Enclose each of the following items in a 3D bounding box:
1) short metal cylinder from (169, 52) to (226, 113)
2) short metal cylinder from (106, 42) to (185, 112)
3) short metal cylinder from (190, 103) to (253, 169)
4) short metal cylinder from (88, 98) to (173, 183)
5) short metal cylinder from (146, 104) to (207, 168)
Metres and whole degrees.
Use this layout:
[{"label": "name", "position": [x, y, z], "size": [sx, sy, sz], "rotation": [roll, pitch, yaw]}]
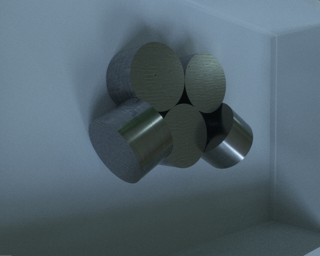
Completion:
[{"label": "short metal cylinder", "position": [0.045, -0.060, 0.426], "size": [0.081, 0.050, 0.080], "rotation": [0, 90, -40]}, {"label": "short metal cylinder", "position": [-0.017, -0.059, 0.374], "size": [0.081, 0.050, 0.080], "rotation": [0, 90, -40]}, {"label": "short metal cylinder", "position": [0.082, 0.011, 0.437], "size": [0.050, 0.080, 0.080], "rotation": [37, 68, -34]}, {"label": "short metal cylinder", "position": [-0.033, 0.014, 0.341], "size": [0.050, 0.080, 0.080], "rotation": [-38, 113, -34]}, {"label": "short metal cylinder", "position": [0.015, 0.010, 0.401], "size": [0.081, 0.050, 0.080], "rotation": [0, 90, -40]}]
